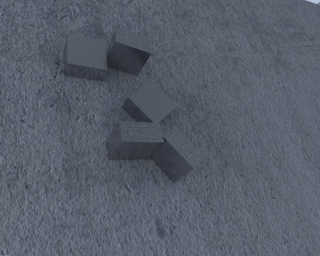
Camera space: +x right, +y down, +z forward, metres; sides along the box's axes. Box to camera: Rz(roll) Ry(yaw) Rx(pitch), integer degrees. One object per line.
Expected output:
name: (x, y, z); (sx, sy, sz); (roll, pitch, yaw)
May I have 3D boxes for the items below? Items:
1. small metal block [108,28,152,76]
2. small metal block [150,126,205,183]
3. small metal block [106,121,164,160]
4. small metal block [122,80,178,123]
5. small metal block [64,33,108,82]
small metal block: (-0.044, -0.103, 0.426); (0.050, 0.050, 0.025); (14, 56, -21)
small metal block: (0.018, 0.033, 0.377); (0.050, 0.050, 0.025); (46, 51, 4)
small metal block: (-0.030, 0.016, 0.361); (0.050, 0.050, 0.025); (2, 61, -27)
small metal block: (-0.013, -0.029, 0.414); (0.050, 0.025, 0.050); (45, 51, 3)
small metal block: (-0.098, -0.092, 0.407); (0.050, 0.025, 0.050); (6, 59, -25)
